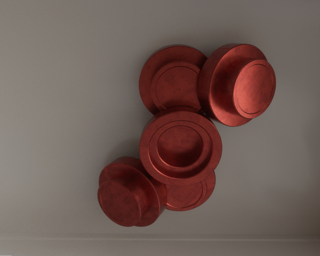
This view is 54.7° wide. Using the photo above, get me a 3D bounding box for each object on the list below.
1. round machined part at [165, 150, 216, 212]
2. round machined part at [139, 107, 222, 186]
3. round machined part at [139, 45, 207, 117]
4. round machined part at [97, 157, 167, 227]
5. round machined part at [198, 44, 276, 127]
[{"bbox_3d":[0.028,0.075,0.429,0.099,0.042,0.097,0,110,-1],"label":"round machined part"},{"bbox_3d":[0.024,0.020,0.385,0.099,0.042,0.097,0,110,-1],"label":"round machined part"},{"bbox_3d":[0.023,-0.051,0.382,0.099,0.042,0.097,0,110,-1],"label":"round machined part"},{"bbox_3d":[-0.043,0.091,0.411,0.098,0.042,0.097,13,117,26],"label":"round machined part"},{"bbox_3d":[0.096,-0.048,0.361,0.099,0.042,0.097,-10,110,-29],"label":"round machined part"}]
